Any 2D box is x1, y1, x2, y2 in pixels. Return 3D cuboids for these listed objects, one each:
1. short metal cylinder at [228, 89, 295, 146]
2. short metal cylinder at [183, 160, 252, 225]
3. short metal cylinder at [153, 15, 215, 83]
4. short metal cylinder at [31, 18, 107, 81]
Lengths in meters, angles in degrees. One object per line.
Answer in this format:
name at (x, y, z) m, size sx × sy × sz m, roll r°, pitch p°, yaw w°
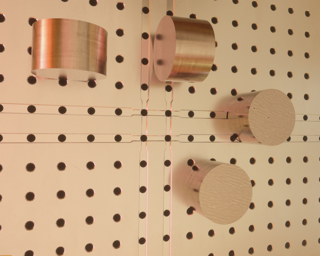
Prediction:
short metal cylinder at (0.148, -0.015, 0.454) m, size 0.081 × 0.050 × 0.079 m, roll 0°, pitch 90°, yaw -20°
short metal cylinder at (0.079, 0.086, 0.428) m, size 0.081 × 0.050 × 0.080 m, roll 0°, pitch 90°, yaw -20°
short metal cylinder at (0.028, -0.098, 0.393) m, size 0.050 × 0.080 × 0.079 m, roll -1°, pitch 90°, yaw -20°
short metal cylinder at (-0.100, -0.084, 0.346) m, size 0.081 × 0.080 × 0.050 m, roll 1°, pitch 90°, yaw -20°
